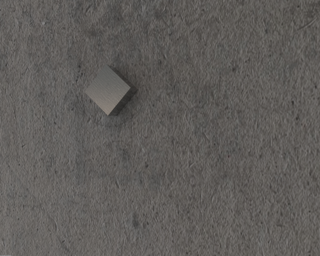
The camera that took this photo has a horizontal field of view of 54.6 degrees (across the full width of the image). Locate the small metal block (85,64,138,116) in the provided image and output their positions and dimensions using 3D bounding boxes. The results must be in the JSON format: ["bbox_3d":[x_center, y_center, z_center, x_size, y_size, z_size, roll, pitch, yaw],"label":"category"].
[{"bbox_3d":[-0.068,-0.052,0.434,0.050,0.025,0.050,44,104,14],"label":"small metal block"}]
